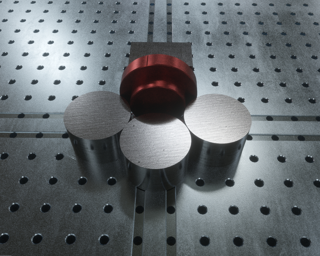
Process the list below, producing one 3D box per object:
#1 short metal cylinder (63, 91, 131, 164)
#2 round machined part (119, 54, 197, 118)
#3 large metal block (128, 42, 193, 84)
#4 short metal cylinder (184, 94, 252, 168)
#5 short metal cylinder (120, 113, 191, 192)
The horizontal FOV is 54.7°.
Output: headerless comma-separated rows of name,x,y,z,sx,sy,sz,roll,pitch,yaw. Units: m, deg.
short metal cylinder,-0.075,-0.002,0.392,0.081,0.050,0.080,0,50,0
round machined part,-0.002,-0.041,0.392,0.099,0.097,0.042,1,50,1
large metal block,0.001,-0.071,0.431,0.081,0.080,0.050,1,50,0
short metal cylinder,0.069,0.003,0.390,0.081,0.050,0.080,0,50,0
short metal cylinder,-0.005,0.028,0.368,0.081,0.050,0.080,0,50,0
